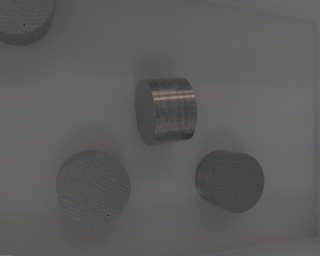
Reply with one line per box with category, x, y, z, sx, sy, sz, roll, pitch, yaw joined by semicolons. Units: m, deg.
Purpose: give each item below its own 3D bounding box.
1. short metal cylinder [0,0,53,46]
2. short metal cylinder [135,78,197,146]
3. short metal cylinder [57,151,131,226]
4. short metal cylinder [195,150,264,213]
short metal cylinder;-0.160;-0.136;0.338;0.081;0.050;0.080;0;90;-20
short metal cylinder;0.005;-0.021;0.383;0.050;0.080;0.079;-7;93;-20
short metal cylinder;-0.080;0.069;0.368;0.081;0.050;0.080;0;90;-20
short metal cylinder;0.096;0.073;0.433;0.081;0.050;0.080;0;90;-20
